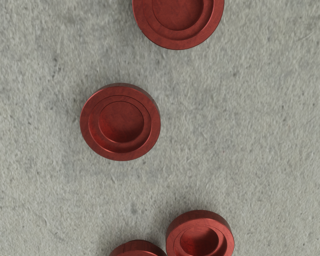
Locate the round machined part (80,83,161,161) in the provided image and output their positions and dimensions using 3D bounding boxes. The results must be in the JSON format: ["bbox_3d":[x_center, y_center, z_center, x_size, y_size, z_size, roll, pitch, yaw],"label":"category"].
[{"bbox_3d":[-0.048,-0.010,0.396,0.099,0.042,0.097,0,110,-1],"label":"round machined part"}]

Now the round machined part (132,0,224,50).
[{"bbox_3d":[0.019,-0.140,0.349,0.099,0.042,0.097,0,110,-1],"label":"round machined part"}]

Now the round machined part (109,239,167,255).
[{"bbox_3d":[-0.034,0.214,0.479,0.099,0.042,0.097,0,110,-1],"label":"round machined part"}]

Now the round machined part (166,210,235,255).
[{"bbox_3d":[0.057,0.163,0.462,0.099,0.042,0.097,0,110,-1],"label":"round machined part"}]
